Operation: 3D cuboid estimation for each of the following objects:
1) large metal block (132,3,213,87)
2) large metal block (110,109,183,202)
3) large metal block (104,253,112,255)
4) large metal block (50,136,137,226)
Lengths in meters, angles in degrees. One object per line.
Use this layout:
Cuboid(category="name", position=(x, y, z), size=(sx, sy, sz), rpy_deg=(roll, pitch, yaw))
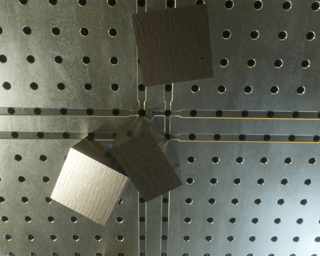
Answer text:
Cuboid(category="large metal block", position=(0.015, -0.098, 0.364), size=(0.080, 0.050, 0.079), rpy_deg=(-8, 110, 2))
Cuboid(category="large metal block", position=(-0.015, 0.032, 0.396), size=(0.050, 0.080, 0.080), rpy_deg=(-28, 108, 9))
Cuboid(category="large metal block", position=(-0.082, 0.260, 0.479), size=(0.050, 0.080, 0.079), rpy_deg=(22, 108, -8))
Cuboid(category="large metal block", position=(-0.087, 0.070, 0.416), size=(0.080, 0.050, 0.080), rpy_deg=(27, 108, 2))
